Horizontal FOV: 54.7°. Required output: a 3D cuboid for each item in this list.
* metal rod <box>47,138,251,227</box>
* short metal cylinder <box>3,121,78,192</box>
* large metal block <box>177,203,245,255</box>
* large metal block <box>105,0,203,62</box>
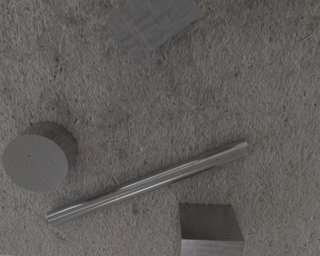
[{"bbox_3d":[-0.020,0.079,0.438,0.301,0.025,0.025,-21,109,7],"label":"metal rod"},{"bbox_3d":[-0.155,0.036,0.408,0.081,0.050,0.079,0,110,0],"label":"short metal cylinder"},{"bbox_3d":[0.066,0.151,0.437,0.081,0.080,0.050,2,110,-1],"label":"large metal block"},{"bbox_3d":[-0.006,-0.121,0.336,0.080,0.080,0.050,-34,107,11],"label":"large metal block"}]
